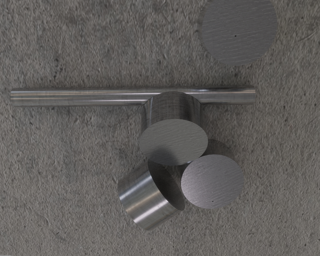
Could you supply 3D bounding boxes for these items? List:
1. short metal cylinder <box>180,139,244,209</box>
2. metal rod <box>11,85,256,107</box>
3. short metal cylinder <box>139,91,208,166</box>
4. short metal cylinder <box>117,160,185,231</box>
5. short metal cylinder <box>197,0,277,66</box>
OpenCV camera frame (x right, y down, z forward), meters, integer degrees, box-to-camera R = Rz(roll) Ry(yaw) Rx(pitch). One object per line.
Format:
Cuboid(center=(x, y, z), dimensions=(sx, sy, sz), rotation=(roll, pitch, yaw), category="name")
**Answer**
Cuboid(center=(0.067, 0.061, 0.420), dimensions=(0.081, 0.050, 0.079), rotation=(0, 110, 0), category="short metal cylinder")
Cuboid(center=(-0.033, -0.040, 0.394), dimensions=(0.302, 0.025, 0.025), rotation=(-1, 110, 0), category="metal rod")
Cuboid(center=(0.016, 0.002, 0.383), dimensions=(0.081, 0.050, 0.079), rotation=(0, 134, 0), category="short metal cylinder")
Cuboid(center=(-0.011, 0.088, 0.413), dimensions=(0.050, 0.080, 0.080), rotation=(-36, 106, 12), category="short metal cylinder")
Cuboid(center=(0.085, -0.115, 0.355), dimensions=(0.081, 0.050, 0.079), rotation=(0, 110, 0), category="short metal cylinder")
